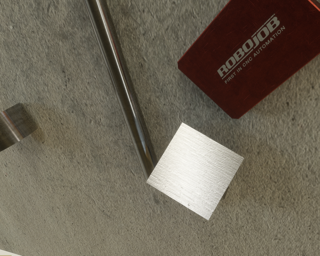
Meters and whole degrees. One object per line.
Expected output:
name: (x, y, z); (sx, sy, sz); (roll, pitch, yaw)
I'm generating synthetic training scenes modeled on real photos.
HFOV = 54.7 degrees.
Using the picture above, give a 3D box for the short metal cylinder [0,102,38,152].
short metal cylinder: (-0.248, 0.000, 0.499); (0.080, 0.080, 0.050); (-18, 109, 35)

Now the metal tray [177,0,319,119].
metal tray: (0.090, -0.080, 0.306); (0.090, 0.030, 0.129); (43, 129, -2)

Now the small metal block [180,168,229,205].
small metal block: (0.057, 0.079, 0.425); (0.050, 0.025, 0.050); (-34, 100, 38)

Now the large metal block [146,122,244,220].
large metal block: (0.041, 0.051, 0.373); (0.080, 0.050, 0.080); (31, 85, 8)

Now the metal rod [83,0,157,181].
metal rod: (-0.049, -0.060, 0.393); (0.025, 0.025, 0.298); (-3, 117, 29)
